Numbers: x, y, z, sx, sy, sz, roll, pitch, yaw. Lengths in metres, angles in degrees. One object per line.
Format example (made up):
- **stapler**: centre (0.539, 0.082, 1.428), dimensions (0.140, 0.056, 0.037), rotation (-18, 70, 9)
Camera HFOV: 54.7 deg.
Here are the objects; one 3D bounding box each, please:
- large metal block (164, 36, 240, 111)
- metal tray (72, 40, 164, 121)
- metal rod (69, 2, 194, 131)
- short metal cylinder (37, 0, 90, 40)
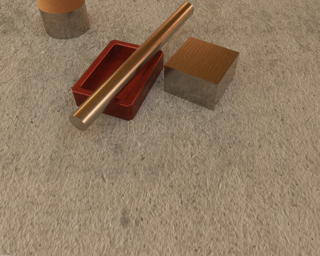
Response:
- **large metal block**: centre (0.061, -0.082, 0.457), dimensions (0.080, 0.050, 0.080), rotation (24, 54, 18)
- **metal tray**: centre (-0.058, -0.076, 0.463), dimensions (0.090, 0.030, 0.130), rotation (16, 52, 13)
- **metal rod**: centre (-0.025, -0.106, 0.451), dimensions (0.025, 0.025, 0.301), rotation (23, 53, 18)
- **short metal cylinder**: centre (-0.171, -0.203, 0.556), dimensions (0.081, 0.050, 0.080), rotation (0, 50, 0)
